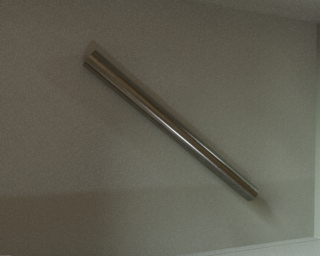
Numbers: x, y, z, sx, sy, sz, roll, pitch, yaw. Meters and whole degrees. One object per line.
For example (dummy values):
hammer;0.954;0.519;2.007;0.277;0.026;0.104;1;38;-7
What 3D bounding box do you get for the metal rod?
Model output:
metal rod;0.025;0.006;0.419;0.301;0.025;0.025;40;78;-16
